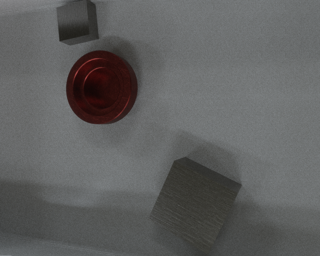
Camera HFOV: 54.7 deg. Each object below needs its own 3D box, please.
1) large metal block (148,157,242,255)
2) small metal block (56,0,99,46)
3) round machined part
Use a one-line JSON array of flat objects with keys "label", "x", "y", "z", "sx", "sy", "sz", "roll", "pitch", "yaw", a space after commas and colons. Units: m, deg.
[{"label": "large metal block", "x": 0.044, "y": 0.091, "z": 0.381, "sx": 0.080, "sy": 0.050, "sz": 0.080, "roll": 26, "pitch": 98, "yaw": 17}, {"label": "small metal block", "x": -0.120, "y": -0.152, "z": 0.451, "sx": 0.050, "sy": 0.025, "sz": 0.050, "roll": -6, "pitch": 88, "yaw": 19}, {"label": "round machined part", "x": -0.076, "y": -0.054, "z": 0.427, "sx": 0.098, "sy": 0.042, "sz": 0.097, "roll": 0, "pitch": 90, "yaw": 19}]
